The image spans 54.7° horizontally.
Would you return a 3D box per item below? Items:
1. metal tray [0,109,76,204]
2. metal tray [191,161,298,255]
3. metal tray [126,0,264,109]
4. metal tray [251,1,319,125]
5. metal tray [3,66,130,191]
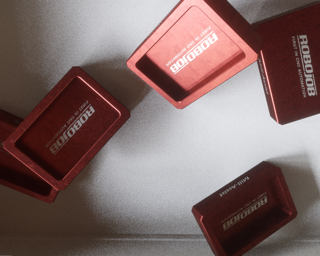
[{"bbox_3d":[-0.188,0.038,0.420,0.131,0.030,0.089,25,108,-9],"label":"metal tray"},{"bbox_3d":[0.119,0.116,0.429,0.131,0.030,0.090,-30,109,-11],"label":"metal tray"},{"bbox_3d":[0.032,-0.082,0.340,0.090,0.030,0.129,39,141,-15],"label":"metal tray"},{"bbox_3d":[0.172,-0.078,0.381,0.090,0.030,0.129,-18,109,6],"label":"metal tray"},{"bbox_3d":[-0.111,0.000,0.384,0.090,0.030,0.130,42,88,-9],"label":"metal tray"}]
